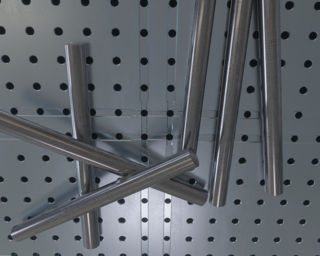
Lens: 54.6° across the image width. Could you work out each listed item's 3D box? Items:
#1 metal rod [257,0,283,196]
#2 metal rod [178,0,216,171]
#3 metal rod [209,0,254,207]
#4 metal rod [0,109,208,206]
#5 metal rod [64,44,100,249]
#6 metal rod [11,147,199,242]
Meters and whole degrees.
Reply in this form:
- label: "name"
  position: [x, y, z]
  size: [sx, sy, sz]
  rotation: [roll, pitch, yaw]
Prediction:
- label: "metal rod"
  position: [0.142, -0.047, 0.396]
  size: [0.025, 0.025, 0.298]
  rotation: [-8, 110, 3]
- label: "metal rod"
  position: [0.047, -0.085, 0.382]
  size: [0.025, 0.025, 0.298]
  rotation: [4, 110, -2]
- label: "metal rod"
  position: [0.090, -0.032, 0.402]
  size: [0.025, 0.025, 0.298]
  rotation: [2, 110, -1]
- label: "metal rod"
  position: [-0.069, 0.044, 0.406]
  size: [0.301, 0.025, 0.025]
  rotation: [24, 109, -17]
- label: "metal rod"
  position: [-0.104, 0.038, 0.426]
  size: [0.025, 0.025, 0.298]
  rotation: [0, 110, 0]
- label: "metal rod"
  position: [-0.087, 0.096, 0.415]
  size: [0.300, 0.025, 0.025]
  rotation: [-26, 109, 20]
